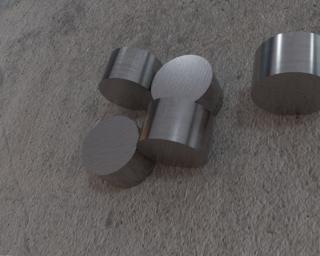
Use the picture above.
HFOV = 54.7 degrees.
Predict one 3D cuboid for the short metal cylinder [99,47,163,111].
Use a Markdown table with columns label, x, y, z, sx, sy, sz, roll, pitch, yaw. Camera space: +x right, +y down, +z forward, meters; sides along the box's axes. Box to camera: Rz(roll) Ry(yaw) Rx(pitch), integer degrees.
| label | x | y | z | sx | sy | sz | roll | pitch | yaw |
| --- | --- | --- | --- | --- | --- | --- | --- | --- | --- |
| short metal cylinder | -0.038 | -0.066 | 0.429 | 0.080 | 0.080 | 0.050 | 1 | 62 | 28 |

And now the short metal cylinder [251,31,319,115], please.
| label | x | y | z | sx | sy | sz | roll | pitch | yaw |
| --- | --- | --- | --- | --- | --- | --- | --- | --- | --- |
| short metal cylinder | 0.140 | -0.055 | 0.329 | 0.080 | 0.080 | 0.050 | -1 | 62 | 28 |

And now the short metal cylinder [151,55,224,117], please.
| label | x | y | z | sx | sy | sz | roll | pitch | yaw |
| --- | --- | --- | --- | --- | --- | --- | --- | --- | --- |
| short metal cylinder | 0.036 | -0.046 | 0.398 | 0.080 | 0.050 | 0.080 | -13 | 56 | 21 |

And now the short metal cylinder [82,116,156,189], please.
| label | x | y | z | sx | sy | sz | roll | pitch | yaw |
| --- | --- | --- | --- | --- | --- | --- | --- | --- | --- |
| short metal cylinder | -0.051 | 0.031 | 0.396 | 0.080 | 0.050 | 0.080 | -13 | 56 | 21 |

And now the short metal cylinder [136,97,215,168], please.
| label | x | y | z | sx | sy | sz | roll | pitch | yaw |
| --- | --- | --- | --- | --- | --- | --- | --- | --- | --- |
| short metal cylinder | 0.018 | 0.007 | 0.354 | 0.080 | 0.080 | 0.050 | 1 | 62 | 29 |
